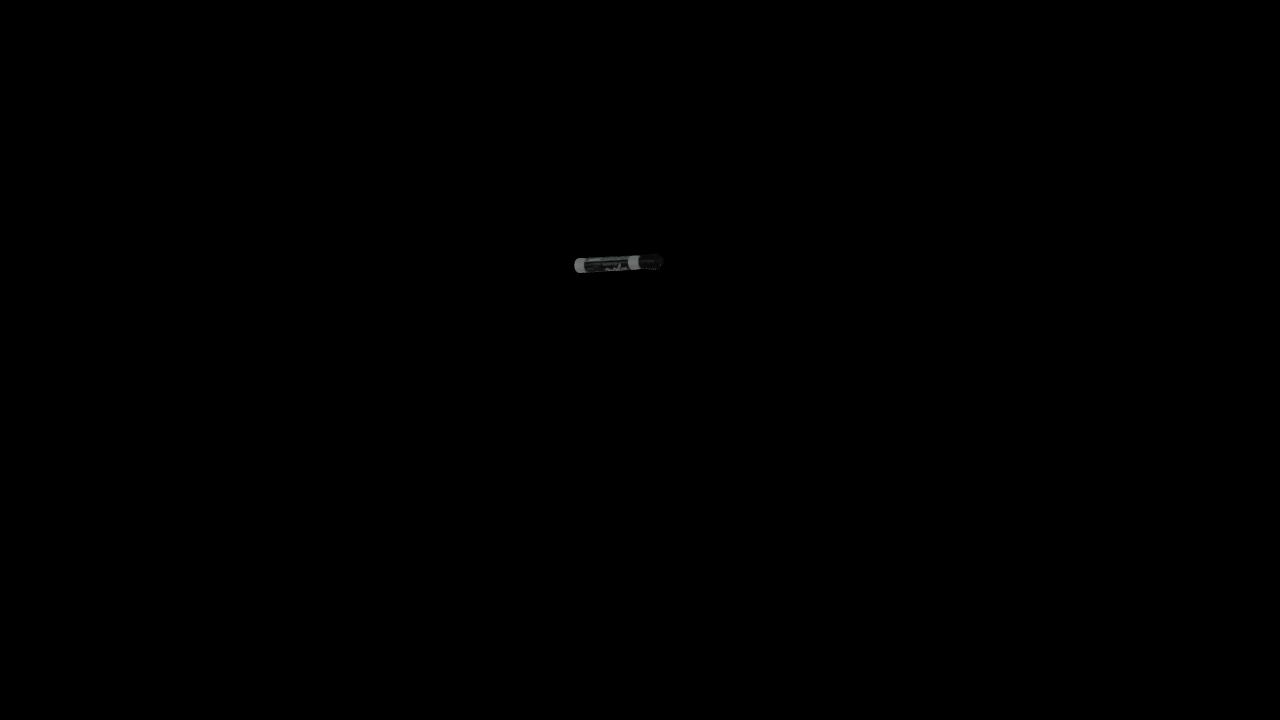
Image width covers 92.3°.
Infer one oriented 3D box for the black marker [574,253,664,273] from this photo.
[{"bbox_3d":[-0.026,-0.118,0.754,0.121,0.020,0.020,2,1,29],"label":"black marker"}]
